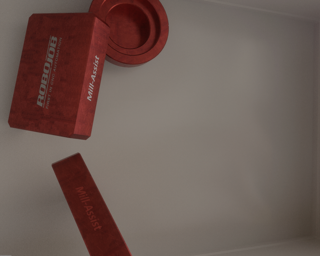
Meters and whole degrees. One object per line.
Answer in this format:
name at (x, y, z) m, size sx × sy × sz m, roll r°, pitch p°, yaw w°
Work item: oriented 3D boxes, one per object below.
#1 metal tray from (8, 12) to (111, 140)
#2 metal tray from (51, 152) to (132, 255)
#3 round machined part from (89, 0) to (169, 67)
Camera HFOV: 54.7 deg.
metal tray at (-0.110, -0.057, 0.338) m, size 0.090 × 0.030 × 0.129 m, roll 8°, pitch 86°, yaw 23°
metal tray at (-0.066, 0.100, 0.318) m, size 0.030 × 0.090 × 0.130 m, roll -24°, pitch 56°, yaw -19°
round machined part at (-0.042, -0.124, 0.387) m, size 0.099 × 0.042 × 0.097 m, roll 0°, pitch 90°, yaw -21°
